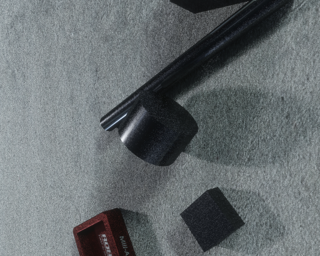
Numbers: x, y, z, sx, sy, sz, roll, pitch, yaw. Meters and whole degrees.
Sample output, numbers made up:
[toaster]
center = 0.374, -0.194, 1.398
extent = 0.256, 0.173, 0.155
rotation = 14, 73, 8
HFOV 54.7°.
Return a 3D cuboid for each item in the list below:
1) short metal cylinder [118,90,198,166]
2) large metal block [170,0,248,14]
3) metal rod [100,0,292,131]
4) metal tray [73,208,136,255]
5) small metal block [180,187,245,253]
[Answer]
[short metal cylinder]
center = -0.002, -0.001, 0.369
extent = 0.080, 0.081, 0.050
rotation = 50, 119, 28
[large metal block]
center = 0.059, -0.180, 0.339
extent = 0.080, 0.050, 0.079
rotation = 3, 92, 39
[metal rod]
center = 0.024, -0.072, 0.383
extent = 0.299, 0.025, 0.025
rotation = -33, 70, 35
[metal tray]
center = -0.077, 0.197, 0.462
extent = 0.090, 0.030, 0.130
rotation = -35, 69, 34
[small metal block]
center = 0.059, 0.104, 0.355
extent = 0.050, 0.025, 0.050
rotation = -50, 61, 28
